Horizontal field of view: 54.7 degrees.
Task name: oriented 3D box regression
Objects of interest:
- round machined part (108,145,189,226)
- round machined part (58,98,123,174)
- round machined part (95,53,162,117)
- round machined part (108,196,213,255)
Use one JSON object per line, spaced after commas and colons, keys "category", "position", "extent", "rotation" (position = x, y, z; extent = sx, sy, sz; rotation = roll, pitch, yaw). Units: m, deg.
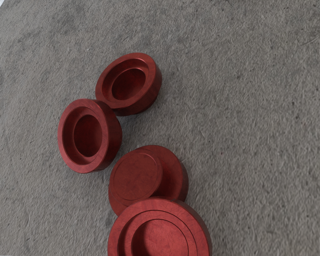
{"category": "round machined part", "position": [-0.020, 0.064, 0.364], "extent": [0.098, 0.042, 0.098], "rotation": [-13, 56, 21]}
{"category": "round machined part", "position": [-0.090, 0.011, 0.417], "extent": [0.098, 0.042, 0.097], "rotation": [0, 89, 35]}
{"category": "round machined part", "position": [-0.041, -0.058, 0.451], "extent": [0.098, 0.042, 0.098], "rotation": [-13, 56, 21]}
{"category": "round machined part", "position": [0.002, 0.116, 0.305], "extent": [0.098, 0.042, 0.097], "rotation": [-2, 83, 15]}
